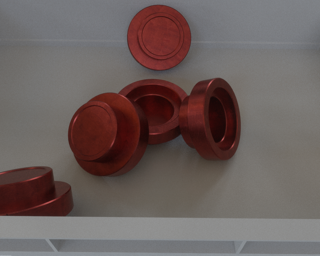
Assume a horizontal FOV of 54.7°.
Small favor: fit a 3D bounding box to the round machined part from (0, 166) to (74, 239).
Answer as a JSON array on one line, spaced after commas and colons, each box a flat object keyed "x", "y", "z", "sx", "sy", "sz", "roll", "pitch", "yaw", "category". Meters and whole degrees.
[{"x": -0.138, "y": 0.066, "z": 0.301, "sx": 0.099, "sy": 0.042, "sz": 0.098, "roll": -6, "pitch": 7, "yaw": 1, "category": "round machined part"}]

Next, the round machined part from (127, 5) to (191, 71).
[{"x": -0.001, "y": -0.137, "z": 0.472, "sx": 0.099, "sy": 0.097, "sz": 0.042, "roll": -6, "pitch": 10, "yaw": -6, "category": "round machined part"}]

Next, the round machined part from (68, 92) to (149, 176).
[{"x": -0.066, "y": 0.006, "z": 0.355, "sx": 0.098, "sy": 0.042, "sz": 0.098, "roll": -6, "pitch": 77, "yaw": 27, "category": "round machined part"}]

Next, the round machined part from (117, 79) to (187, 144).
[{"x": -0.010, "y": -0.017, "z": 0.408, "sx": 0.099, "sy": 0.042, "sz": 0.098, "roll": 0, "pitch": 50, "yaw": 0, "category": "round machined part"}]

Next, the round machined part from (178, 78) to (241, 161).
[{"x": 0.059, "y": -0.009, "z": 0.376, "sx": 0.042, "sy": 0.098, "sz": 0.098, "roll": -6, "pitch": 42, "yaw": 37, "category": "round machined part"}]
